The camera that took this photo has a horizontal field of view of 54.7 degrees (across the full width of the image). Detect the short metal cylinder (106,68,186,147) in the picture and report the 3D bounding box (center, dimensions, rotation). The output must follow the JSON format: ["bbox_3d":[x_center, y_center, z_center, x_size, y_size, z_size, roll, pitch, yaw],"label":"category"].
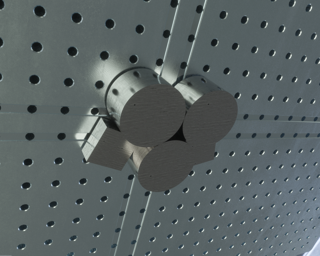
[{"bbox_3d":[-0.017,-0.024,0.366,0.081,0.050,0.079,-14,124,-21],"label":"short metal cylinder"}]

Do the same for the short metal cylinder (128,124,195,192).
[{"bbox_3d":[-0.001,0.038,0.414,0.081,0.050,0.079,-14,124,-21],"label":"short metal cylinder"}]

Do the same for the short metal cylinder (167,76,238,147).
[{"bbox_3d":[0.053,-0.022,0.406,0.081,0.050,0.079,-14,124,-21],"label":"short metal cylinder"}]

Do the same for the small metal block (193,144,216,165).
[{"bbox_3d":[0.053,0.026,0.452,0.050,0.025,0.050,-13,124,-21],"label":"small metal block"}]

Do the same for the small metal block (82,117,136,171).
[{"bbox_3d":[-0.061,0.021,0.387,0.050,0.025,0.050,23,106,-37],"label":"small metal block"}]
